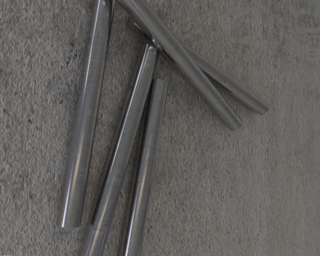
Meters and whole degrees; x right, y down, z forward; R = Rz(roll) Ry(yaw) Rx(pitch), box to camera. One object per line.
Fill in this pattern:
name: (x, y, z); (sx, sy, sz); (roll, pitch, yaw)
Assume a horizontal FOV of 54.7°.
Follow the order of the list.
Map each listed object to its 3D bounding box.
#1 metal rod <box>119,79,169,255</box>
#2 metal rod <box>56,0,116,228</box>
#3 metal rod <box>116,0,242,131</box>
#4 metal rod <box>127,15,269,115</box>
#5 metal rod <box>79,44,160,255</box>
metal rod: (-0.025, 0.086, 0.383); (0.025, 0.025, 0.299); (16, 80, -39)
metal rod: (-0.076, -0.046, 0.340); (0.025, 0.025, 0.298); (13, 82, -39)
metal rod: (0.035, -0.082, 0.412); (0.301, 0.025, 0.025); (41, 65, -39)
metal rod: (0.076, -0.085, 0.468); (0.302, 0.025, 0.025); (25, 75, -37)
metal rod: (-0.050, 0.041, 0.362); (0.025, 0.025, 0.299); (25, 75, -38)
